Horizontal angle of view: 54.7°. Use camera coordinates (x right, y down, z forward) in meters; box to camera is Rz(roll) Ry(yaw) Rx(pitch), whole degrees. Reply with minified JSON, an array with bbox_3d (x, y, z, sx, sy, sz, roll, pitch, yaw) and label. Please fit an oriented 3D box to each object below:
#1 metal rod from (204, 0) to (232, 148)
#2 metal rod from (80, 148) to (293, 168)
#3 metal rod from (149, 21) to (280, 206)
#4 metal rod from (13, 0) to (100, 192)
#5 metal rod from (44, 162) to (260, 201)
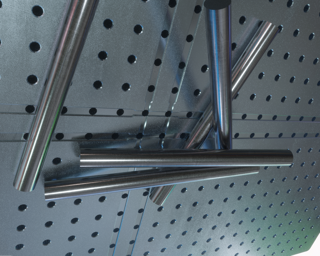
[{"bbox_3d":[0.080,-0.023,0.399,0.025,0.025,0.299,-29,141,-10],"label":"metal rod"},{"bbox_3d":[0.047,0.041,0.424,0.302,0.025,0.025,1,118,-16],"label":"metal rod"},{"bbox_3d":[0.071,-0.012,0.444,0.025,0.025,0.299,22,107,-37],"label":"metal rod"},{"bbox_3d":[-0.100,-0.061,0.319,0.025,0.025,0.298,12,112,-34],"label":"metal rod"},{"bbox_3d":[0.002,0.068,0.429,0.303,0.025,0.025,-4,121,-18],"label":"metal rod"}]
